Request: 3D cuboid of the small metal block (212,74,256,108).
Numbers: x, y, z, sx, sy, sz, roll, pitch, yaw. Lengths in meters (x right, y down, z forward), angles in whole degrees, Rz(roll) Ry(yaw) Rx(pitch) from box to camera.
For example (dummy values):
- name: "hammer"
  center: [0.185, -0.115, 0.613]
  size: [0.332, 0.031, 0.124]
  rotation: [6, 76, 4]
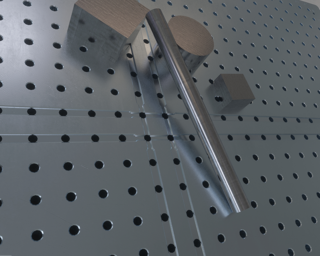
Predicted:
- name: "small metal block"
  center: [0.122, -0.062, 0.512]
  size: [0.050, 0.025, 0.050]
  rotation: [-6, 65, -31]

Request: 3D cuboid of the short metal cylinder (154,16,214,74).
- name: "short metal cylinder"
  center: [0.038, -0.130, 0.492]
  size: [0.081, 0.050, 0.080]
  rotation: [14, 56, -21]

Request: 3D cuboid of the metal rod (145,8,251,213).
- name: "metal rod"
  center: [0.048, -0.030, 0.426]
  size: [0.025, 0.025, 0.299]
  rotation: [-17, 79, -35]

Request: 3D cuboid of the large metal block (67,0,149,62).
- name: "large metal block"
  center: [-0.073, -0.156, 0.448]
  size: [0.080, 0.050, 0.080]
  rotation: [32, 52, -8]
